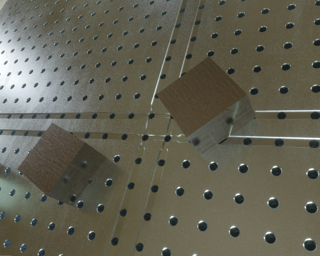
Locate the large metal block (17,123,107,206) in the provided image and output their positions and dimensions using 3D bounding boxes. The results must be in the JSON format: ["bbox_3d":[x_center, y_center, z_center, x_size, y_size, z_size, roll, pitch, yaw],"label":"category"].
[{"bbox_3d":[-0.137,0.050,0.435,0.080,0.050,0.080,24,75,36],"label":"large metal block"}]

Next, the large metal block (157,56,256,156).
[{"bbox_3d":[0.055,-0.028,0.381,0.080,0.050,0.080,-36,51,4],"label":"large metal block"}]
